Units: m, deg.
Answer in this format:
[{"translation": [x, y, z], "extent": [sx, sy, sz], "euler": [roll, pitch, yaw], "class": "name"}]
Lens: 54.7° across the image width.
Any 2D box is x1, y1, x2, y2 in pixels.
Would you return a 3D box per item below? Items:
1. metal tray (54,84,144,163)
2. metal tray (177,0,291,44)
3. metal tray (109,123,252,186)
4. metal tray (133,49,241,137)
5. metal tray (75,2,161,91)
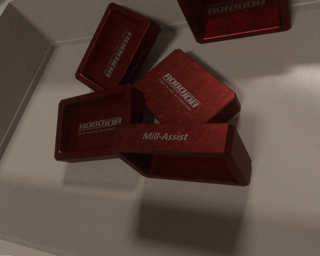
[{"translation": [-0.085, -0.003, 0.424], "extent": [0.130, 0.030, 0.090], "euler": [-9, 73, 29], "class": "metal tray"}, {"translation": [0.099, -0.161, 0.409], "extent": [0.130, 0.090, 0.030], "euler": [-2, 61, 27], "class": "metal tray"}, {"translation": [0.023, 0.029, 0.333], "extent": [0.130, 0.090, 0.030], "euler": [0, 62, 28], "class": "metal tray"}, {"translation": [0.030, -0.041, 0.411], "extent": [0.090, 0.030, 0.130], "euler": [-40, 51, 0], "class": "metal tray"}, {"translation": [-0.066, -0.113, 0.470], "extent": [0.090, 0.030, 0.129], "euler": [34, 100, 30], "class": "metal tray"}]
